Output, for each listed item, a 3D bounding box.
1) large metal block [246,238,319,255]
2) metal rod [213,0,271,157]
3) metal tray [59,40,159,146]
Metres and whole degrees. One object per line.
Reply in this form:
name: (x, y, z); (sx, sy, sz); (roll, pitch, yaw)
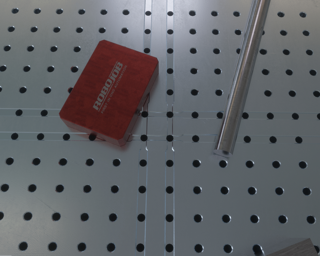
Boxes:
large metal block: (0.136, 0.173, 0.336); (0.080, 0.050, 0.080); (-19, 71, -7)
metal rod: (0.127, -0.101, 0.449); (0.025, 0.025, 0.299); (17, 71, 6)
metal tray: (-0.066, -0.050, 0.427); (0.090, 0.030, 0.130); (21, 71, 7)
